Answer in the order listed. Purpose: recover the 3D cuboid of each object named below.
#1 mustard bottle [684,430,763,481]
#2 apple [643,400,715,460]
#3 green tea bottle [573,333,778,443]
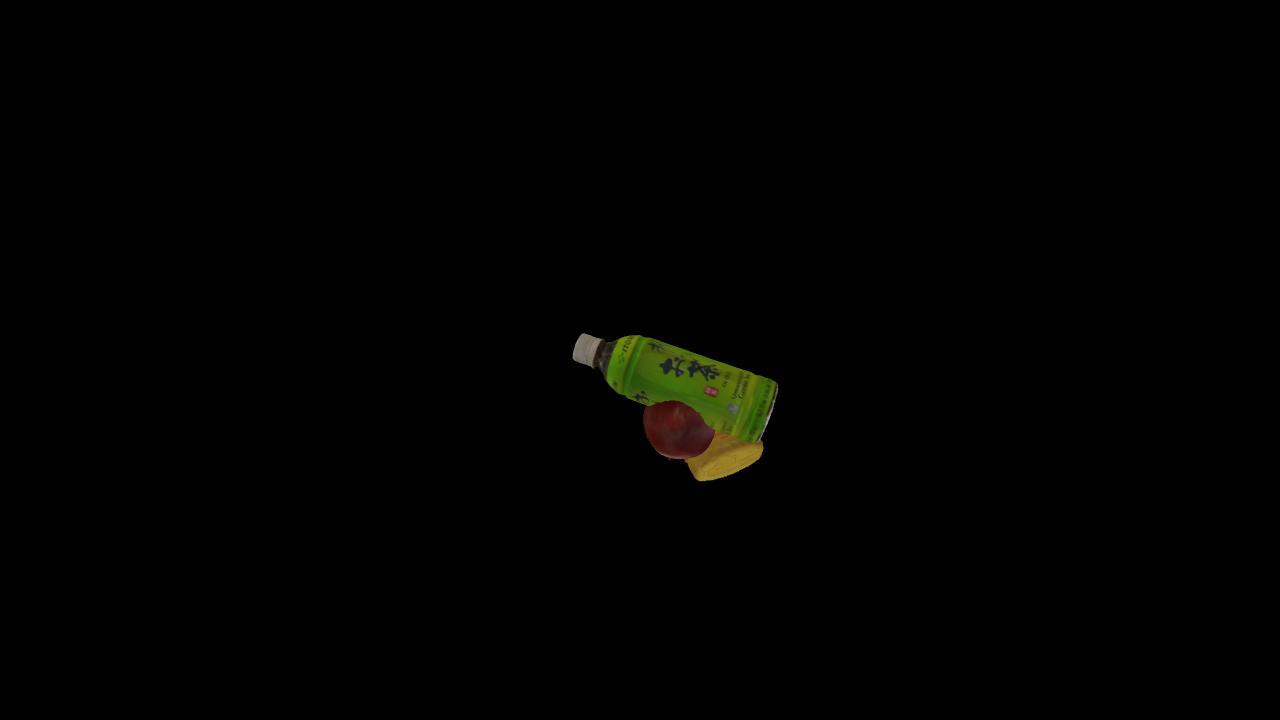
[{"bbox_3d":[0.069,0.059,0.766,0.092,0.184,0.054,-20,-38,-13],"label":"mustard bottle"},{"bbox_3d":[0.041,0.060,0.644,0.079,0.093,0.079,9,6,-1],"label":"apple"},{"bbox_3d":[0.032,0.021,0.640,0.212,0.073,0.073,19,3,9],"label":"green tea bottle"}]
